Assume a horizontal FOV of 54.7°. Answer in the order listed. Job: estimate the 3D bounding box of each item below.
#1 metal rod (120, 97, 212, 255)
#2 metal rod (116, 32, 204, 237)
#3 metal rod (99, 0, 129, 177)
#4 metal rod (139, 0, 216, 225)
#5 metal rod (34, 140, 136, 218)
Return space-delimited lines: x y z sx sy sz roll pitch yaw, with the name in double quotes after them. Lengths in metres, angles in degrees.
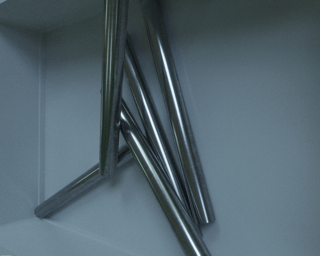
-0.006 0.058 0.375 0.025 0.025 0.299 -48 58 29 "metal rod"
-0.009 -0.001 0.412 0.025 0.025 0.299 -32 71 35 "metal rod"
-0.054 -0.063 0.356 0.025 0.025 0.298 34 131 34 "metal rod"
0.018 -0.033 0.389 0.025 0.025 0.299 -22 76 37 "metal rod"
-0.125 0.089 0.507 0.299 0.025 0.025 -35 69 34 "metal rod"
